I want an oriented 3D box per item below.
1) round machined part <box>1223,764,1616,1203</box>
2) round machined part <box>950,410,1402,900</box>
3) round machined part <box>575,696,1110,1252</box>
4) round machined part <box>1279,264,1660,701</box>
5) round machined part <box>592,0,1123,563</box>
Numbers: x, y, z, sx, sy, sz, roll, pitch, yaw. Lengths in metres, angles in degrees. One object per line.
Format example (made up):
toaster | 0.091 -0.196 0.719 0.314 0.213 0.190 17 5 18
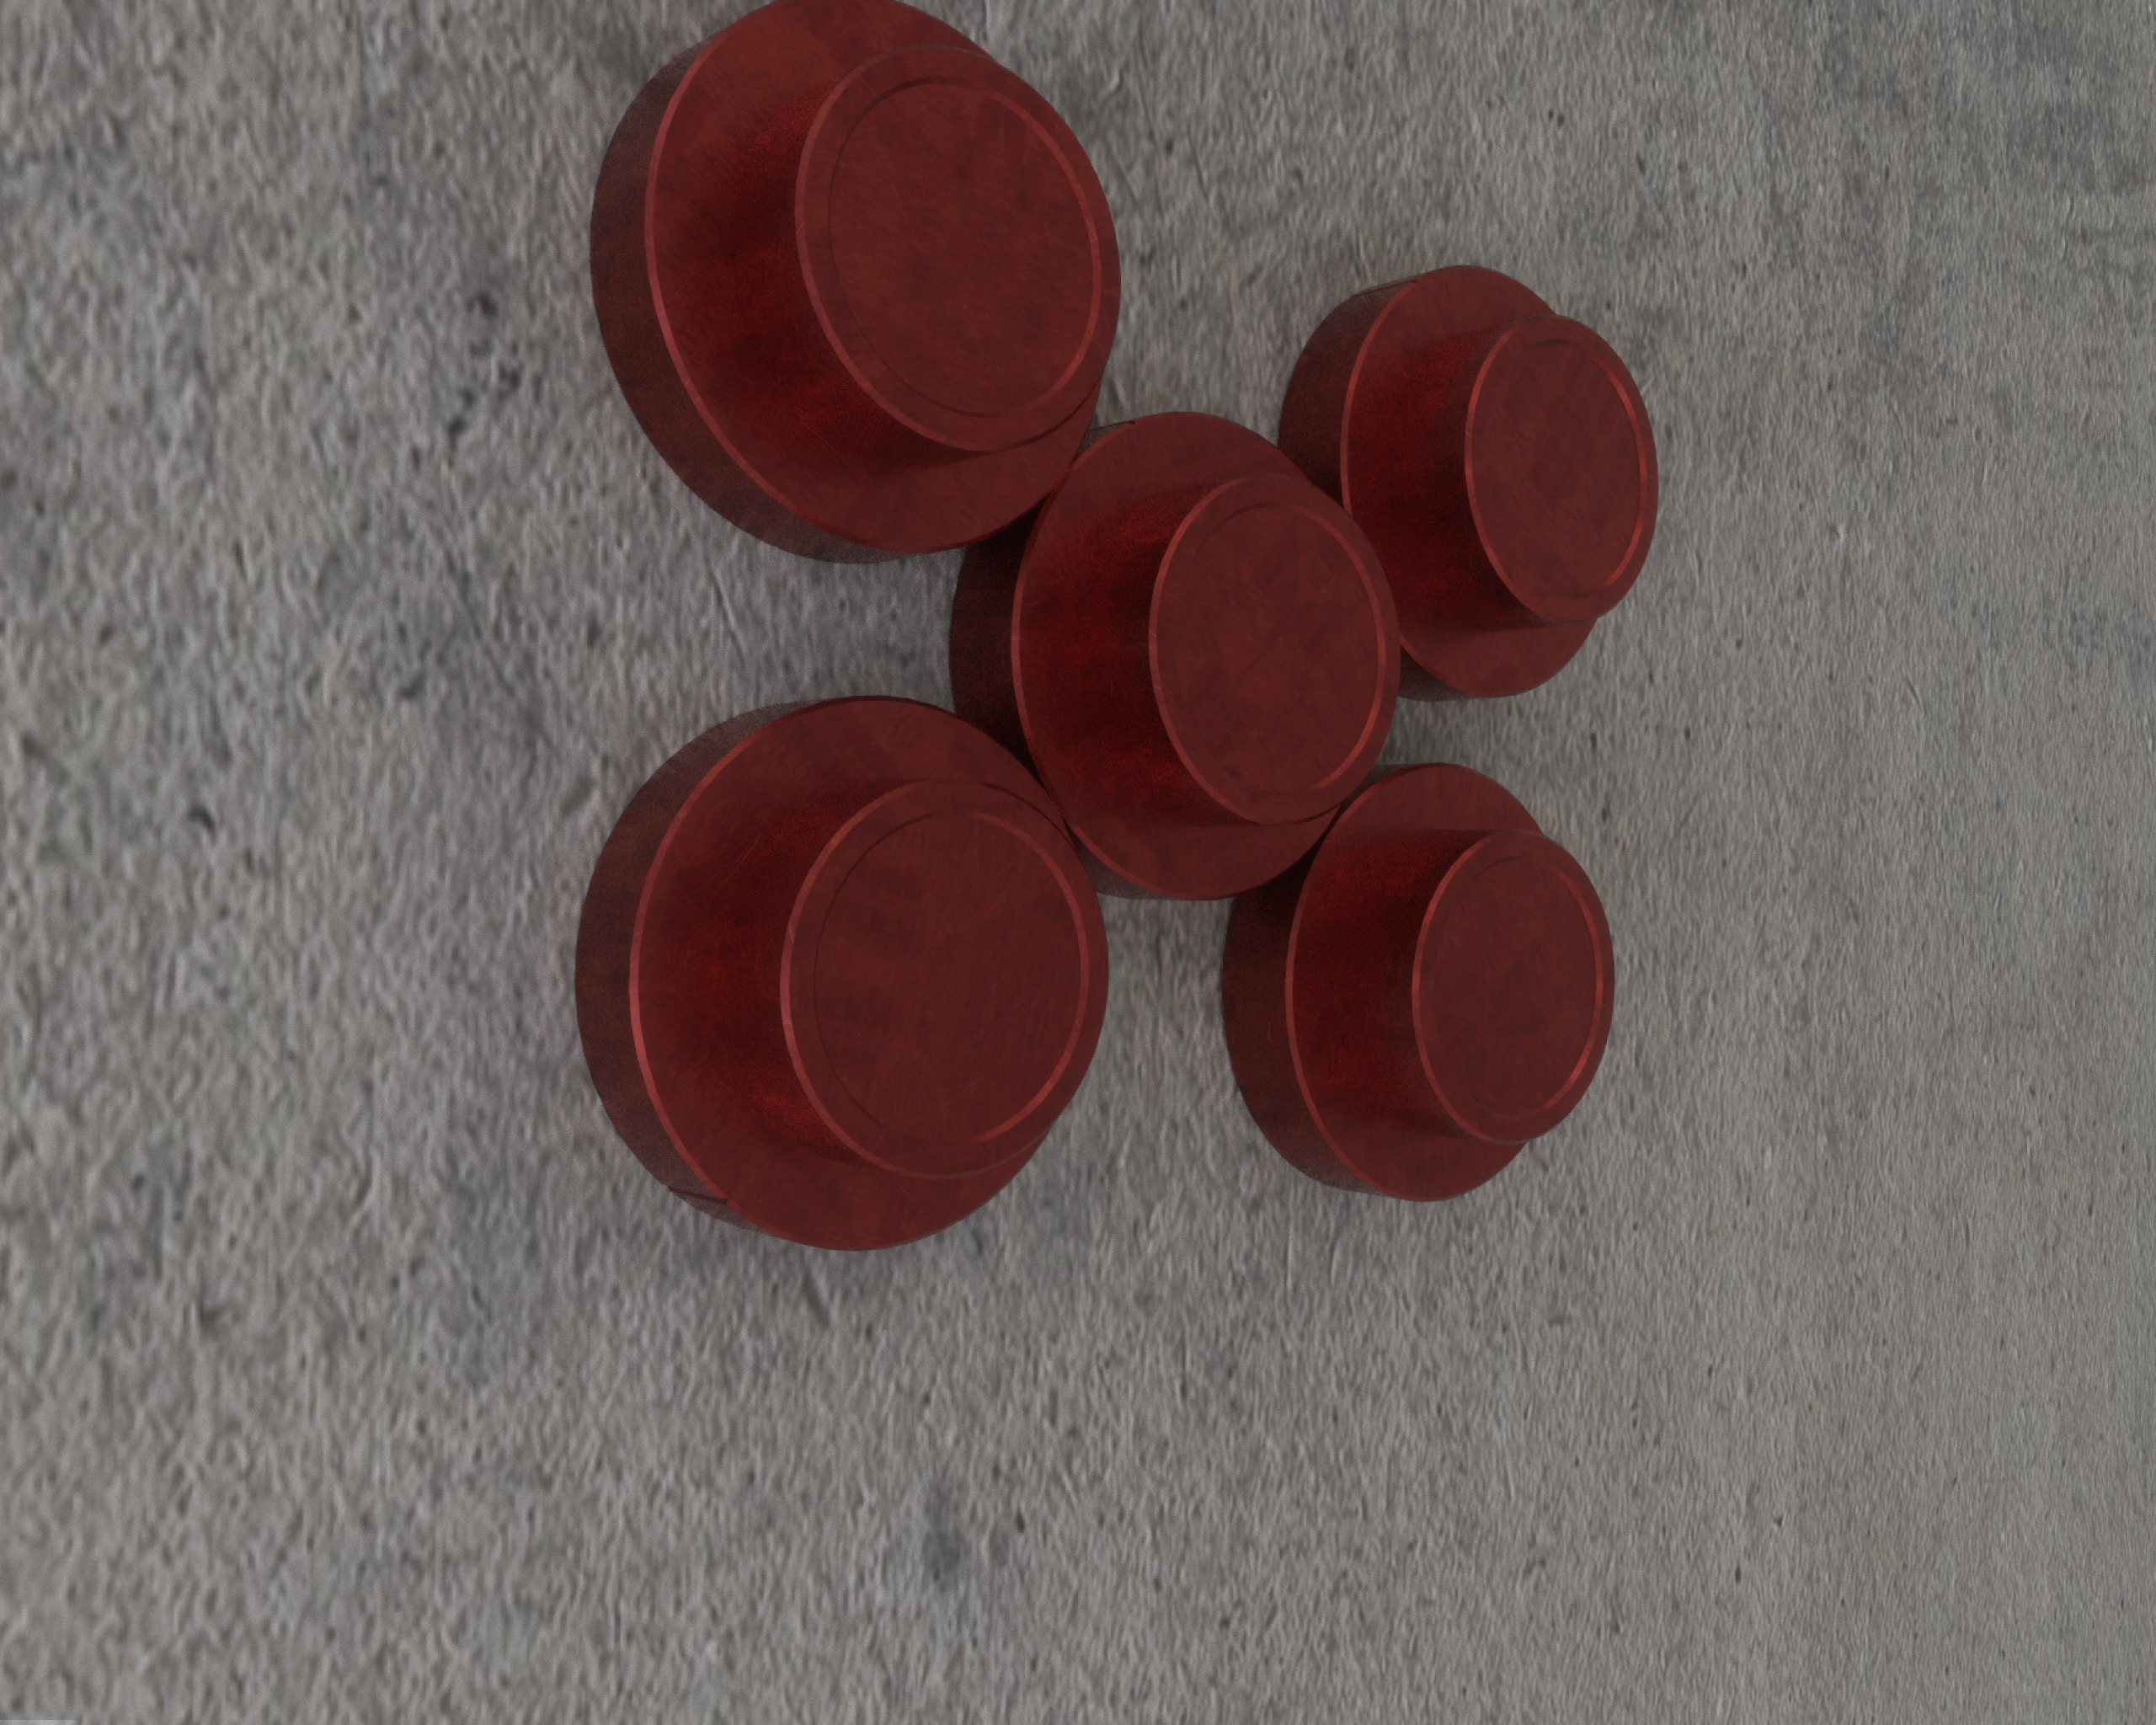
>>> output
round machined part | 0.082 0.027 0.462 0.099 0.042 0.097 0 90 -40
round machined part | 0.026 -0.041 0.415 0.099 0.042 0.097 0 90 -40
round machined part | -0.033 0.019 0.366 0.099 0.042 0.097 0 90 -40
round machined part | 0.094 -0.086 0.472 0.099 0.042 0.097 0 90 -40
round machined part | -0.031 -0.103 0.367 0.099 0.042 0.097 0 90 -40
